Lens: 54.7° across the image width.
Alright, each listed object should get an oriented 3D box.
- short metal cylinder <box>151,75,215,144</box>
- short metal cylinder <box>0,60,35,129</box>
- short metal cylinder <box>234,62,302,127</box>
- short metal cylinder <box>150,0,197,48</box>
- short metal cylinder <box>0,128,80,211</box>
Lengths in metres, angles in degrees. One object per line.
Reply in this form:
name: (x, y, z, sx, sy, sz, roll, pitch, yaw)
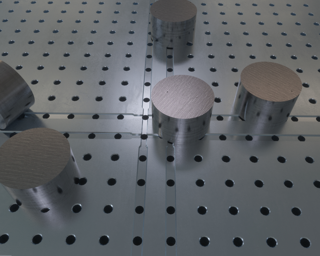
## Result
short metal cylinder: (0.029, -0.026, 0.413, 0.081, 0.050, 0.080, 0, 50, 0)
short metal cylinder: (-0.215, -0.045, 0.408, 0.080, 0.080, 0.050, 24, 54, 19)
short metal cylinder: (0.148, -0.048, 0.432, 0.081, 0.050, 0.080, 0, 50, 0)
short metal cylinder: (0.023, -0.187, 0.549, 0.081, 0.050, 0.080, 0, 50, 0)
short metal cylinder: (-0.137, 0.046, 0.352, 0.081, 0.050, 0.080, 0, 50, 0)
